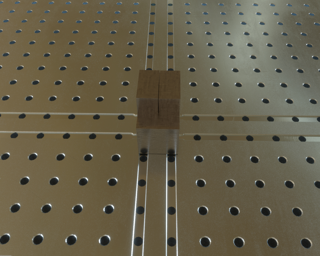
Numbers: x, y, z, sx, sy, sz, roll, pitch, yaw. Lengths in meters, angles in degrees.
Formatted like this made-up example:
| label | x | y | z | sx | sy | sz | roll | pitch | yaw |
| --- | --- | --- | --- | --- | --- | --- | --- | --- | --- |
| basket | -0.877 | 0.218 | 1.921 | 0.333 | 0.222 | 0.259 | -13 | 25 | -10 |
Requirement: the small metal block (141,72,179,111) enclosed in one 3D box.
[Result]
| label | x | y | z | sx | sy | sz | roll | pitch | yaw |
| --- | --- | --- | --- | --- | --- | --- | --- | --- | --- |
| small metal block | 0.000 | -0.050 | 0.433 | 0.050 | 0.050 | 0.025 | 1 | 50 | 1 |

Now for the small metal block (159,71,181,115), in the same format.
| label | x | y | z | sx | sy | sz | roll | pitch | yaw |
| --- | --- | --- | --- | --- | --- | --- | --- | --- | --- |
| small metal block | 0.012 | -0.037 | 0.390 | 0.025 | 0.050 | 0.050 | 1 | 50 | 2 |

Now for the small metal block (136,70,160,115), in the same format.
| label | x | y | z | sx | sy | sz | roll | pitch | yaw |
| --- | --- | --- | --- | --- | --- | --- | --- | --- | --- |
| small metal block | -0.014 | -0.037 | 0.390 | 0.025 | 0.050 | 0.050 | 2 | 50 | 1 |

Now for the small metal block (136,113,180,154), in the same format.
| label | x | y | z | sx | sy | sz | roll | pitch | yaw |
| --- | --- | --- | --- | --- | --- | --- | --- | --- | --- |
| small metal block | -0.002 | 0.008 | 0.385 | 0.050 | 0.050 | 0.025 | 1 | 50 | 1 |

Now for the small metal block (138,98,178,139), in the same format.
| label | x | y | z | sx | sy | sz | roll | pitch | yaw |
| --- | --- | --- | --- | --- | --- | --- | --- | --- | --- |
| small metal block | -0.001 | -0.013 | 0.418 | 0.050 | 0.025 | 0.050 | 1 | 50 | 2 |
